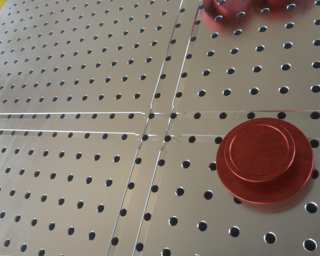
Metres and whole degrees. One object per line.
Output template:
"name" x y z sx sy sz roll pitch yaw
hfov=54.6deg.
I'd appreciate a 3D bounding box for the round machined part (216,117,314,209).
"round machined part" 0.106 0.031 0.323 0.098 0.042 0.098 -13 56 21
